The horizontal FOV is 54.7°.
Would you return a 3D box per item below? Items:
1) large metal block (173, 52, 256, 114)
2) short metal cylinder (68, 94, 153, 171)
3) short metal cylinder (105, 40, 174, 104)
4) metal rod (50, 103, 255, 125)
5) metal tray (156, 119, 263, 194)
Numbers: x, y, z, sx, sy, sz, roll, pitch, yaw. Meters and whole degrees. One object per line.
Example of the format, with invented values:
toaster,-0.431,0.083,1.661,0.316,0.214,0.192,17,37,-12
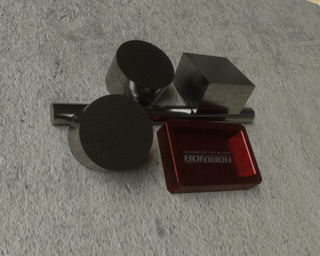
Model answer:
large metal block,0.076,-0.065,0.454,0.081,0.050,0.080,-1,41,-29
short metal cylinder,-0.055,0.007,0.339,0.081,0.050,0.080,5,80,-28
short metal cylinder,-0.028,-0.071,0.417,0.081,0.050,0.080,14,56,-21
metal rod,0.010,-0.018,0.423,0.303,0.025,0.025,-1,62,-29
metal tray,0.066,0.037,0.414,0.131,0.030,0.090,3,60,-27
